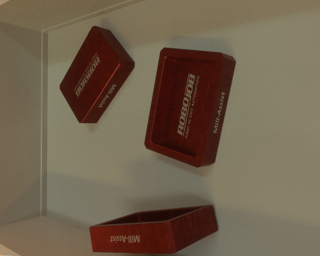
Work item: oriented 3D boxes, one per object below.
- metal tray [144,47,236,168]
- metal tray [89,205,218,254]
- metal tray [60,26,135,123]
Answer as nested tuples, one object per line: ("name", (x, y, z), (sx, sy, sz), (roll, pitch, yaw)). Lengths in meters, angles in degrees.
("metal tray", (0.033, -0.027, 0.376), (0.090, 0.030, 0.129), (17, 101, 38))
("metal tray", (-0.009, 0.121, 0.372), (0.130, 0.091, 0.030), (-18, 79, 38))
("metal tray", (-0.104, -0.081, 0.490), (0.129, 0.030, 0.090), (-51, 61, 28))
